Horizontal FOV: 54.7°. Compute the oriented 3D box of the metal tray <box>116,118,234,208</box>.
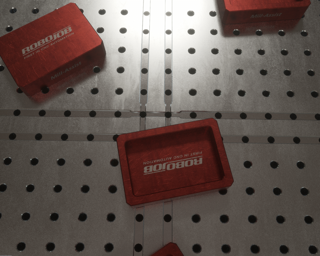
[{"bbox_3d":[0.017,0.044,0.393,0.131,0.030,0.090,-10,70,-4],"label":"metal tray"}]

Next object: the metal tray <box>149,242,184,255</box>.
[{"bbox_3d":[-0.016,0.194,0.320,0.131,0.030,0.090,-26,72,-26],"label":"metal tray"}]

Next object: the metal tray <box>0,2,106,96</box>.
[{"bbox_3d":[-0.158,-0.116,0.450,0.131,0.030,0.090,-32,73,-12],"label":"metal tray"}]

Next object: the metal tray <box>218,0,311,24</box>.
[{"bbox_3d":[0.158,-0.214,0.489,0.131,0.030,0.090,-5,70,-3],"label":"metal tray"}]
